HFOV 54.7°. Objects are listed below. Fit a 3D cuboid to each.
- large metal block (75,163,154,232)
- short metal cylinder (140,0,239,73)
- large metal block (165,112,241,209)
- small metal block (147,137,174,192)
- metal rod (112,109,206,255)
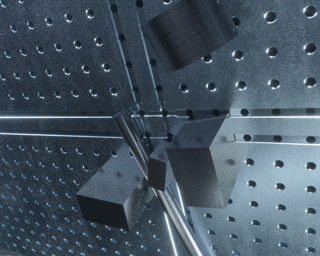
[{"bbox_3d":[-0.065,0.101,0.471,0.080,0.080,0.050,6,121,25],"label":"large metal block"},{"bbox_3d":[0.028,-0.095,0.301,0.080,0.080,0.050,-21,108,35],"label":"short metal cylinder"},{"bbox_3d":[0.056,0.037,0.368,0.050,0.080,0.080,-4,117,30],"label":"large metal block"},{"bbox_3d":[0.006,0.049,0.421,0.025,0.050,0.050,16,125,19],"label":"small metal block"},{"bbox_3d":[0.010,0.107,0.470,0.025,0.025,0.299,-15,111,34],"label":"metal rod"}]
